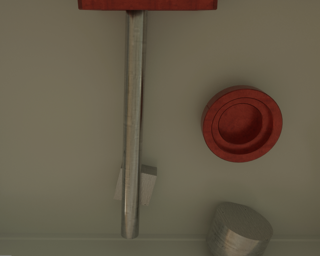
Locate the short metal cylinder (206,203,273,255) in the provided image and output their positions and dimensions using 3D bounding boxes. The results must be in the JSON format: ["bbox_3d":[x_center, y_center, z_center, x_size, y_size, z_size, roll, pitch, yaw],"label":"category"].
[{"bbox_3d":[0.111,0.151,0.439,0.081,0.080,0.050,14,109,-6],"label":"short metal cylinder"}]

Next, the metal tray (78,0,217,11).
[{"bbox_3d":[-0.012,-0.139,0.325,0.131,0.090,0.030,0,110,-1],"label":"metal tray"}]

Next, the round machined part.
[{"bbox_3d":[0.102,-0.008,0.401,0.099,0.042,0.097,0,110,-1],"label":"round machined part"}]

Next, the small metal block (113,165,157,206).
[{"bbox_3d":[-0.035,0.078,0.440,0.050,0.025,0.050,13,110,-6],"label":"small metal block"}]

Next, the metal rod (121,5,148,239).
[{"bbox_3d":[-0.034,0.005,0.390,0.025,0.025,0.298,3,106,-2],"label":"metal rod"}]
